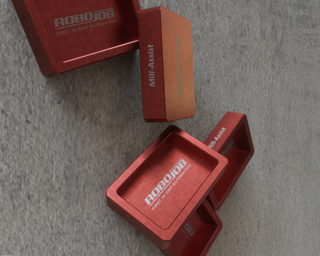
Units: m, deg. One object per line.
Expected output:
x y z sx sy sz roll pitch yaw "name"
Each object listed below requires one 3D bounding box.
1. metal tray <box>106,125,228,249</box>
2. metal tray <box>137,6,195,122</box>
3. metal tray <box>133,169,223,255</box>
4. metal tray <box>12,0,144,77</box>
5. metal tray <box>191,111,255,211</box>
0.011 0.065 0.374 0.131 0.090 0.030 -45 158 -31 "metal tray"
0.011 -0.075 0.389 0.090 0.030 0.129 -13 101 -61 "metal tray"
0.029 0.126 0.427 0.090 0.030 0.130 -48 119 -29 "metal tray"
-0.078 -0.117 0.336 0.131 0.030 0.089 -29 108 -36 "metal tray"
0.096 0.048 0.471 0.130 0.030 0.090 -49 133 -29 "metal tray"
